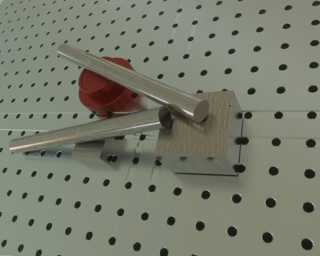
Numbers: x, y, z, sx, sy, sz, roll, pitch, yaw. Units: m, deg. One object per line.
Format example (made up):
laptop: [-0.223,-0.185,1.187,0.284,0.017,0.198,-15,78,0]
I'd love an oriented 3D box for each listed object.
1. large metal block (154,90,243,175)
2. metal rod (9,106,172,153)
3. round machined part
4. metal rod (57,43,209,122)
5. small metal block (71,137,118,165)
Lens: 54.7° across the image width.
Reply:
large metal block: [0.047,0.006,0.359,0.080,0.050,0.080,-2,61,27]
metal rod: [-0.116,0.009,0.426,0.300,0.025,0.025,-10,57,35]
round machined part: [-0.087,-0.073,0.485,0.098,0.042,0.098,-13,56,20]
metal rod: [-0.058,-0.073,0.420,0.300,0.025,0.025,29,77,40]
small metal block: [-0.092,0.024,0.440,0.050,0.025,0.050,0,62,27]
